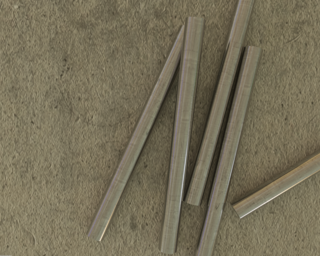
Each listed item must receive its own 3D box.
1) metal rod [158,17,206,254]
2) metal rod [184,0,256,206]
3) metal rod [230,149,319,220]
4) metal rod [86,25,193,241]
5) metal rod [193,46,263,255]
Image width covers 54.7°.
[{"bbox_3d":[0.027,0.013,0.397,0.025,0.025,0.298,7,95,0],"label":"metal rod"},{"bbox_3d":[0.081,-0.046,0.410,0.025,0.025,0.298,15,90,0],"label":"metal rod"},{"bbox_3d":[0.229,0.033,0.411,0.301,0.025,0.025,-31,90,0],"label":"metal rod"},{"bbox_3d":[-0.024,0.006,0.409,0.025,0.025,0.299,24,90,0],"label":"metal rod"},{"bbox_3d":[0.088,0.041,0.410,0.025,0.025,0.298,14,90,0],"label":"metal rod"}]
